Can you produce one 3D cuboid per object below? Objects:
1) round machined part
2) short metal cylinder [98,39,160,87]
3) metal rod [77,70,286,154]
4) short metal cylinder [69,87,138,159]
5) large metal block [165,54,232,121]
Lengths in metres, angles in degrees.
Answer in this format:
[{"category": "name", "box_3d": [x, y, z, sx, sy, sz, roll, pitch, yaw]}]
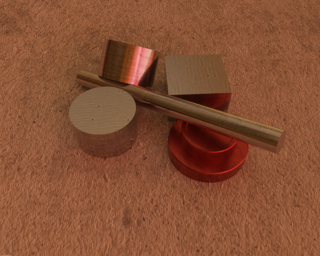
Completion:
[{"category": "round machined part", "box_3d": [0.059, 0.014, 0.381, 0.099, 0.042, 0.098, 0, 50, 0]}, {"category": "short metal cylinder", "box_3d": [-0.044, -0.092, 0.441, 0.080, 0.050, 0.080, 13, 12, -3]}, {"category": "metal rod", "box_3d": [0.002, -0.031, 0.387, 0.300, 0.025, 0.025, 21, 52, 33]}, {"category": "short metal cylinder", "box_3d": [-0.069, -0.007, 0.395, 0.081, 0.050, 0.080, 0, 50, 0]}, {"category": "large metal block", "box_3d": [0.049, -0.058, 0.435, 0.081, 0.050, 0.080, -2, 50, -2]}]
